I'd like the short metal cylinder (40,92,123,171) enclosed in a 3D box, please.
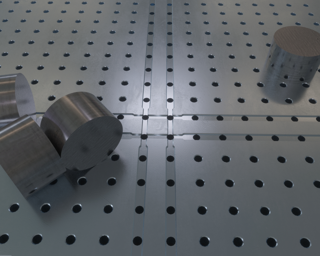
[{"bbox_3d":[-0.092,0.004,0.368,0.081,0.080,0.050,-32,57,-24],"label":"short metal cylinder"}]

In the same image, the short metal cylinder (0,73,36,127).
[{"bbox_3d":[-0.196,-0.027,0.393,0.050,0.080,0.080,-9,51,-7],"label":"short metal cylinder"}]

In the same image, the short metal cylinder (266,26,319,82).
[{"bbox_3d":[0.215,-0.118,0.492,0.081,0.050,0.080,0,50,0],"label":"short metal cylinder"}]

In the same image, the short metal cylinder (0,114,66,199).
[{"bbox_3d":[-0.149,0.032,0.344,0.050,0.080,0.080,-36,59,-26],"label":"short metal cylinder"}]
